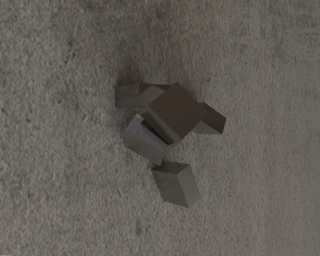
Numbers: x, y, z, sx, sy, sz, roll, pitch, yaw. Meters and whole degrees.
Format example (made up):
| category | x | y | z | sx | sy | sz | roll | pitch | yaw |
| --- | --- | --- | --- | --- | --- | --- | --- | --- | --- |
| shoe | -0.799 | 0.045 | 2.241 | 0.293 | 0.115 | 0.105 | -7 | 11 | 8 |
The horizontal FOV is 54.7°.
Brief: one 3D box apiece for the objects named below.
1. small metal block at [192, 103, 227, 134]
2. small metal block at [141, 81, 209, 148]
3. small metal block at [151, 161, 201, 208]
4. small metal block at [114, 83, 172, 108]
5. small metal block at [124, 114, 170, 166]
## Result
| category | x | y | z | sx | sy | sz | roll | pitch | yaw |
| --- | --- | --- | --- | --- | --- | --- | --- | --- | --- |
| small metal block | 0.057 | -0.012 | 0.438 | 0.050 | 0.050 | 0.025 | 29 | 72 | -37 |
| small metal block | 0.016 | -0.015 | 0.341 | 0.050 | 0.025 | 0.050 | 45 | 58 | 3 |
| small metal block | 0.021 | 0.073 | 0.408 | 0.025 | 0.050 | 0.050 | -32 | 110 | -36 |
| small metal block | -0.020 | -0.038 | 0.374 | 0.050 | 0.050 | 0.025 | -3 | 93 | -40 |
| small metal block | -0.013 | 0.015 | 0.366 | 0.050 | 0.050 | 0.025 | 28 | 66 | 7 |
